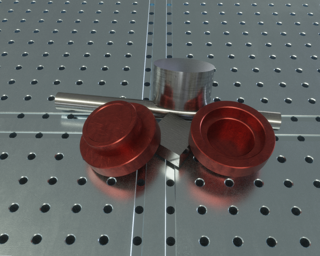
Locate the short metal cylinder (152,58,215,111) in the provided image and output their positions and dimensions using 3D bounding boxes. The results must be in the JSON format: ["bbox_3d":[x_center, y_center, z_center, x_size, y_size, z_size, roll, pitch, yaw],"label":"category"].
[{"bbox_3d":[0.031,-0.061,0.419,0.081,0.050,0.080,3,25,-1],"label":"short metal cylinder"}]

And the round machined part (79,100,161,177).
[{"bbox_3d":[-0.052,0.005,0.370,0.098,0.042,0.098,-11,49,14],"label":"round machined part"}]

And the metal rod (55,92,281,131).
[{"bbox_3d":[0.008,-0.023,0.422,0.302,0.025,0.025,6,50,4],"label":"metal rod"}]

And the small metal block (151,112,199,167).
[{"bbox_3d":[0.018,0.013,0.391,0.050,0.025,0.050,29,56,22],"label":"small metal block"}]

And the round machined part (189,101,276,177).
[{"bbox_3d":[0.084,0.017,0.375,0.099,0.042,0.098,2,52,-2],"label":"round machined part"}]
